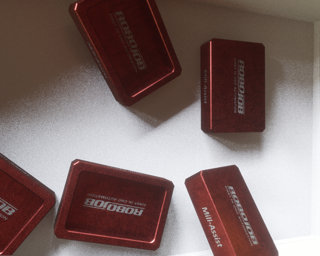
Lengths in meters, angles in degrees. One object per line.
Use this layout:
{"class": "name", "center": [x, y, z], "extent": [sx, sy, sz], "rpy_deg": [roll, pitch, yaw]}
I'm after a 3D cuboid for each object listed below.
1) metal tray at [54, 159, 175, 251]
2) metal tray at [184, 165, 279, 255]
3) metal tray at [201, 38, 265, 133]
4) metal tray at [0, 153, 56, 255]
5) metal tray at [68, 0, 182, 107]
{"class": "metal tray", "center": [-0.055, 0.097, 0.388], "extent": [0.131, 0.030, 0.090], "rpy_deg": [16, 85, -20]}
{"class": "metal tray", "center": [0.092, 0.115, 0.396], "extent": [0.091, 0.030, 0.130], "rpy_deg": [0, 61, -47]}
{"class": "metal tray", "center": [0.106, -0.058, 0.449], "extent": [0.091, 0.030, 0.129], "rpy_deg": [0, 90, -21]}
{"class": "metal tray", "center": [-0.194, 0.073, 0.336], "extent": [0.130, 0.030, 0.090], "rpy_deg": [42, 77, -16]}
{"class": "metal tray", "center": [-0.037, -0.103, 0.373], "extent": [0.090, 0.030, 0.129], "rpy_deg": [-34, 120, -16]}
